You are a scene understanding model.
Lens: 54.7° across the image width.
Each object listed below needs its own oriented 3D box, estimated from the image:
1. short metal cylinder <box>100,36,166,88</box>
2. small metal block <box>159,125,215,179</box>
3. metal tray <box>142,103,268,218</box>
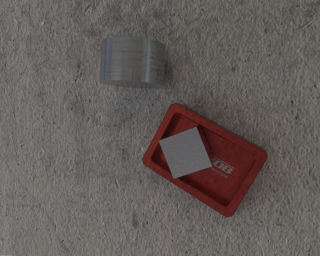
[{"bbox_3d":[-0.034,-0.080,0.392,0.080,0.080,0.050,4,91,20],"label":"short metal cylinder"},{"bbox_3d":[0.033,0.029,0.381,0.050,0.025,0.050,-22,89,18],"label":"small metal block"},{"bbox_3d":[0.054,0.037,0.387,0.130,0.030,0.090,30,100,17],"label":"metal tray"}]
